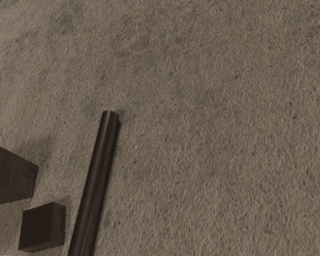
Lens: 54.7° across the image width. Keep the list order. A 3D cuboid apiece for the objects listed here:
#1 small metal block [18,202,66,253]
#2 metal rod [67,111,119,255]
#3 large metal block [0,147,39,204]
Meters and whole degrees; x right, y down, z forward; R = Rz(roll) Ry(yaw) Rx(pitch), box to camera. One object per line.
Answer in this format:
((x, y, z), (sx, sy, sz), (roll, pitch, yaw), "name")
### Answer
((-0.152, 0.129, 0.402), (0.050, 0.025, 0.050), (-20, 54, 16), "small metal block")
((-0.090, 0.112, 0.380), (0.025, 0.025, 0.299), (-6, 59, 25), "metal rod")
((-0.240, 0.072, 0.448), (0.080, 0.080, 0.050), (-15, 56, 19), "large metal block")
